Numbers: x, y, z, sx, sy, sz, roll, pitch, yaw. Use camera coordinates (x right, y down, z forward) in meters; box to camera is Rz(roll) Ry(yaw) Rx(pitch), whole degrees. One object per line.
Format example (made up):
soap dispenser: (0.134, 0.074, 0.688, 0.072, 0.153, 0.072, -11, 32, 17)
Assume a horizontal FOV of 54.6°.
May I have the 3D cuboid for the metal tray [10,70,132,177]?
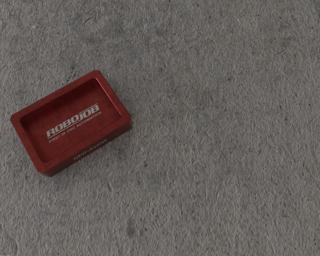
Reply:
metal tray: (-0.114, -0.008, 0.407, 0.131, 0.030, 0.090, -32, 73, -11)
